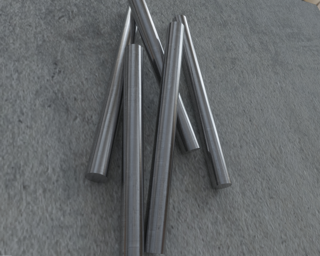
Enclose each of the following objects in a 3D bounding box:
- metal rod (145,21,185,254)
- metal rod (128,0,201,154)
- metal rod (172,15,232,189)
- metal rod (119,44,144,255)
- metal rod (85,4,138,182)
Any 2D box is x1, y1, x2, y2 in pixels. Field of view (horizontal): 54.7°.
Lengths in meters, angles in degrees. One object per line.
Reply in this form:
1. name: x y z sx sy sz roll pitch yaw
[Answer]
1. metal rod: 0.008 -0.006 0.381 0.025 0.025 0.299 15 65 -20
2. metal rod: -0.006 -0.106 0.445 0.025 0.025 0.299 -10 74 -33
3. metal rod: 0.058 -0.055 0.470 0.025 0.025 0.299 4 60 -27
4. metal rod: -0.031 0.030 0.353 0.025 0.025 0.299 10 62 -23
5. metal rod: -0.055 -0.070 0.418 0.025 0.025 0.300 19 54 -18
